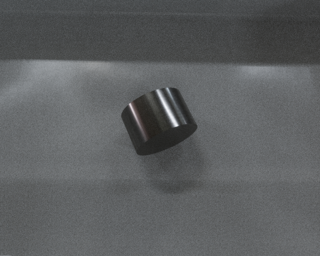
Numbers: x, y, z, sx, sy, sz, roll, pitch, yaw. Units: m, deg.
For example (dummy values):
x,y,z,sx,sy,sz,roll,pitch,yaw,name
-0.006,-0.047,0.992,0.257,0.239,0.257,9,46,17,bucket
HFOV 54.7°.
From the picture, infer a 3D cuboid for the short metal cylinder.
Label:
x,y,z,sx,sy,sz,roll,pitch,yaw,name
-0.001,-0.007,0.383,0.080,0.080,0.050,-22,72,-8,short metal cylinder
